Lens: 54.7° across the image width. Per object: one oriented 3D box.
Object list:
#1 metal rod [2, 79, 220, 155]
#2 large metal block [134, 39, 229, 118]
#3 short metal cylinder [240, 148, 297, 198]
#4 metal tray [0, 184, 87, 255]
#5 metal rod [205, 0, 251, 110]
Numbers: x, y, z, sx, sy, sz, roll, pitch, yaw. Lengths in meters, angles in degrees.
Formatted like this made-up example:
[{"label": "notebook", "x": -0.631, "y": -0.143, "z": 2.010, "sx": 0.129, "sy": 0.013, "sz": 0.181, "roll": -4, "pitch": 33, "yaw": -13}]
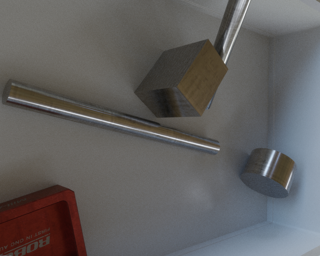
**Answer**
[{"label": "metal rod", "x": -0.030, "y": -0.002, "z": 0.383, "sx": 0.302, "sy": 0.025, "sz": 0.025, "roll": 16, "pitch": 80, "yaw": -39}, {"label": "large metal block", "x": 0.027, "y": -0.060, "z": 0.395, "sx": 0.050, "sy": 0.080, "sz": 0.080, "roll": 47, "pitch": 62, "yaw": -30}, {"label": "short metal cylinder", "x": 0.186, "y": 0.078, "z": 0.530, "sx": 0.080, "sy": 0.080, "sz": 0.050, "roll": 45, "pitch": 63, "yaw": -31}, {"label": "metal tray", "x": -0.139, "y": 0.116, "z": 0.288, "sx": 0.131, "sy": 0.030, "sz": 0.089, "roll": -15, "pitch": 100, "yaw": -39}, {"label": "metal rod", "x": 0.092, "y": -0.144, "z": 0.368, "sx": 0.025, "sy": 0.025, "sz": 0.298, "roll": -27, "pitch": 146, "yaw": -37}]
